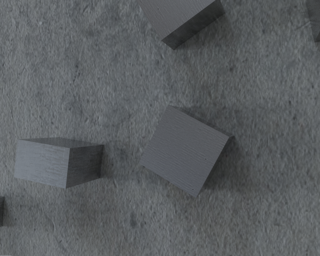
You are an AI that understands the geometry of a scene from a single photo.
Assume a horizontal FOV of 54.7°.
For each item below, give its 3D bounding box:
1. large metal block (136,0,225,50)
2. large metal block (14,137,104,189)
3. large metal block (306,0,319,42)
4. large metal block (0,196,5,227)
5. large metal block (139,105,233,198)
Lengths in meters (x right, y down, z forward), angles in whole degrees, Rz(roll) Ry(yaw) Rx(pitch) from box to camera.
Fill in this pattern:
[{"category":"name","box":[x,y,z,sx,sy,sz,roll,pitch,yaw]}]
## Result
[{"category":"large metal block","box":[0.022,-0.159,0.387,0.080,0.050,0.080,-33,80,16]},{"category":"large metal block","box":[-0.136,0.044,0.426,0.080,0.080,0.050,8,93,19]},{"category":"large metal block","box":[0.199,-0.131,0.310,0.080,0.080,0.050,-11,87,19]},{"category":"large metal block","box":[-0.310,0.135,0.486,0.080,0.080,0.050,5,92,19]},{"category":"large metal block","box":[0.034,0.026,0.383,0.080,0.050,0.080,29,99,17]}]
